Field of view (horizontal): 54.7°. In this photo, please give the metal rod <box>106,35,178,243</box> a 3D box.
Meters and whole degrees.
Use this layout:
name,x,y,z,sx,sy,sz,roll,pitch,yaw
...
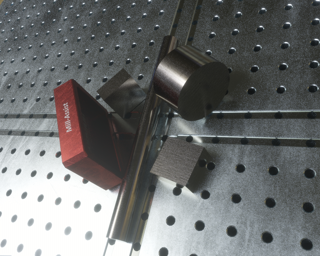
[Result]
name,x,y,z,sx,sy,sz,roll,pitch,yaw
metal rod,-0.017,-0.003,0.417,0.025,0.025,0.300,0,61,28

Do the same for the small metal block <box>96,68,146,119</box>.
name,x,y,z,sx,sy,sz,roll,pitch,yaw
small metal block,-0.054,-0.049,0.448,0.050,0.050,0.025,-41,51,0

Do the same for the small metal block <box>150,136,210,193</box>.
name,x,y,z,sx,sy,sz,roll,pitch,yaw
small metal block,0.024,0.043,0.369,0.050,0.025,0.050,16,70,34

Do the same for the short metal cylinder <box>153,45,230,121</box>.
name,x,y,z,sx,sy,sz,roll,pitch,yaw
short metal cylinder,0.039,-0.055,0.385,0.080,0.080,0.050,-44,51,-3

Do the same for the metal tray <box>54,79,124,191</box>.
name,x,y,z,sx,sy,sz,roll,pitch,yaw
metal tray,-0.093,0.008,0.408,0.030,0.090,0.130,-29,52,10
